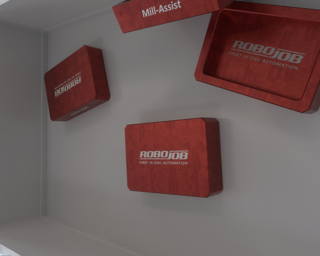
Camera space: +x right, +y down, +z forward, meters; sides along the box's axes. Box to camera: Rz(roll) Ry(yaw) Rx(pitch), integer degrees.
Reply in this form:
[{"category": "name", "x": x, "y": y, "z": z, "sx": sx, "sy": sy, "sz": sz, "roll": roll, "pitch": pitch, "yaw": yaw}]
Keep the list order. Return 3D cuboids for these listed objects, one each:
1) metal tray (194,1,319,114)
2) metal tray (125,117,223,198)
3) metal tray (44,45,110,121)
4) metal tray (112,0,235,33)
[{"category": "metal tray", "x": 0.105, "y": -0.076, "z": 0.316, "sx": 0.130, "sy": 0.030, "sz": 0.089, "roll": 25, "pitch": 106, "yaw": 37}, {"category": "metal tray", "x": 0.013, "y": 0.036, "z": 0.393, "sx": 0.130, "sy": 0.030, "sz": 0.089, "roll": -5, "pitch": 87, "yaw": 40}, {"category": "metal tray", "x": -0.143, "y": -0.071, "z": 0.522, "sx": 0.130, "sy": 0.030, "sz": 0.090, "roll": -20, "pitch": 78, "yaw": 38}, {"category": "metal tray", "x": 0.024, "y": -0.143, "z": 0.333, "sx": 0.130, "sy": 0.090, "sz": 0.030, "roll": 1, "pitch": 126, "yaw": 38}]
